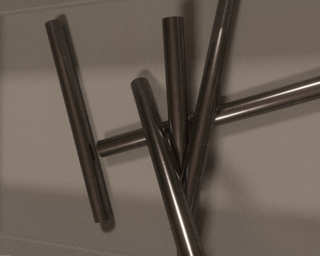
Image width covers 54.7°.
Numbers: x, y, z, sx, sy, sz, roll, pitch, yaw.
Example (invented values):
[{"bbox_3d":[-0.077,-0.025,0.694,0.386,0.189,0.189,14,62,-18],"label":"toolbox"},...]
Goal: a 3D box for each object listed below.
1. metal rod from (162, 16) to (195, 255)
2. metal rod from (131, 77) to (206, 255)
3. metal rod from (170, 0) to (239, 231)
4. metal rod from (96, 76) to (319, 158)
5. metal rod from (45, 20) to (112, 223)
[{"bbox_3d":[0.025,0.021,0.377,0.025,0.025,0.298,-1,99,19],"label":"metal rod"},{"bbox_3d":[0.011,0.061,0.343,0.025,0.025,0.299,-29,57,17],"label":"metal rod"},{"bbox_3d":[0.056,-0.029,0.365,0.025,0.025,0.298,11,84,19],"label":"metal rod"},{"bbox_3d":[0.054,-0.010,0.390,0.301,0.025,0.025,-16,85,18],"label":"metal rod"},{"bbox_3d":[-0.120,-0.013,0.451,0.025,0.025,0.298,-17,84,19],"label":"metal rod"}]
